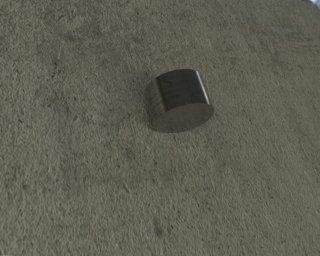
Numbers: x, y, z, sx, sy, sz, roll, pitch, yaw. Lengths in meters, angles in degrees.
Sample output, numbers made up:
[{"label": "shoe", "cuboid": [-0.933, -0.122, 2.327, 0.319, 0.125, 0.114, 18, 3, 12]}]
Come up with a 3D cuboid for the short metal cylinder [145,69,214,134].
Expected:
[{"label": "short metal cylinder", "cuboid": [0.025, -0.033, 0.405, 0.081, 0.080, 0.050, -1, 63, -29]}]
